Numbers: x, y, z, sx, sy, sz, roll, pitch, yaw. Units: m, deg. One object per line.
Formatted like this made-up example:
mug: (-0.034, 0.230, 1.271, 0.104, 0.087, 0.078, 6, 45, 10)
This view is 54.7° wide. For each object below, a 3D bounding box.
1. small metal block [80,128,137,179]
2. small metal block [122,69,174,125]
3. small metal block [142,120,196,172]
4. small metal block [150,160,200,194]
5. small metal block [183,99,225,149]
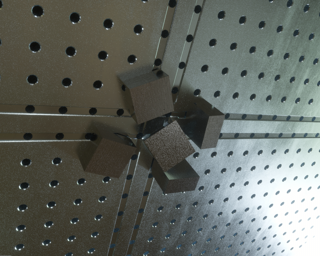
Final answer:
small metal block: (-0.066, 0.033, 0.397, 0.050, 0.025, 0.050, 20, 108, -36)
small metal block: (-0.014, -0.039, 0.381, 0.050, 0.025, 0.050, -22, 127, -16)
small metal block: (0.011, 0.024, 0.419, 0.050, 0.025, 0.050, -33, 96, -8)
small metal block: (0.021, 0.067, 0.449, 0.050, 0.050, 0.025, 0, 120, -29)
small metal block: (0.059, -0.006, 0.425, 0.025, 0.050, 0.050, -5, 121, -27)
